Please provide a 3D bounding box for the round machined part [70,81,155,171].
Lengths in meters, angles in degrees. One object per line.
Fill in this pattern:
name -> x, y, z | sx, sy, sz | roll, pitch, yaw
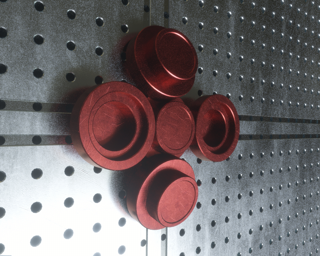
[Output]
round machined part -> -0.056, -0.002, 0.352 | 0.099, 0.042, 0.097 | 0, 90, -40

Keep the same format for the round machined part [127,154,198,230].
round machined part -> 0.010, 0.086, 0.394 | 0.099, 0.042, 0.097 | -15, 114, -36

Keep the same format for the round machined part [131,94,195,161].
round machined part -> 0.008, -0.001, 0.405 | 0.099, 0.042, 0.097 | 0, 90, -40

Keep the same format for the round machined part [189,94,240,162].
round machined part -> 0.072, 0.000, 0.460 | 0.099, 0.042, 0.097 | 0, 90, -40

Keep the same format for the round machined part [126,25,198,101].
round machined part -> 0.010, -0.086, 0.393 | 0.099, 0.042, 0.098 | 13, 68, -35
